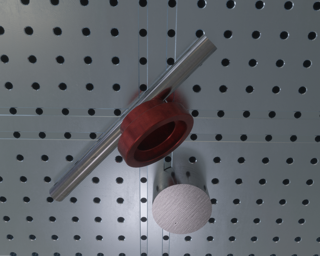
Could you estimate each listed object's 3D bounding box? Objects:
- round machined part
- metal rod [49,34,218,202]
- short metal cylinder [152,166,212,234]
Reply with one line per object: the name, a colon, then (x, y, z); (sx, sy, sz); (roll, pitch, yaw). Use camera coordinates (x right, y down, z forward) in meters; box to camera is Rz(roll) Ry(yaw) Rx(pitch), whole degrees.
round machined part: (-0.010, 0.002, 0.386); (0.098, 0.098, 0.042); (-44, 63, 14)
metal rod: (-0.044, -0.004, 0.411); (0.025, 0.025, 0.299); (43, 104, -14)
short metal cylinder: (0.029, 0.101, 0.438); (0.081, 0.050, 0.079); (0, 110, 0)
